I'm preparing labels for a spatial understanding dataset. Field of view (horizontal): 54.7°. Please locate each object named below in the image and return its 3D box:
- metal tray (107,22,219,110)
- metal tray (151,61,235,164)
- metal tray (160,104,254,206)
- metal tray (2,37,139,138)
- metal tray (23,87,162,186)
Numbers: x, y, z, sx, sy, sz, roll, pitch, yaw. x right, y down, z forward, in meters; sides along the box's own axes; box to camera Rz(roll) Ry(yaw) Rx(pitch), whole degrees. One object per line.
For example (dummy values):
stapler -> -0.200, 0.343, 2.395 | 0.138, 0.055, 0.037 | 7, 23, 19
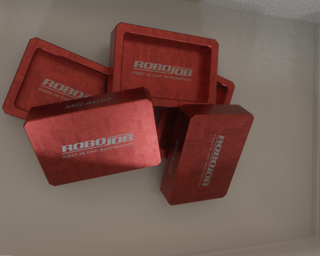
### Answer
metal tray -> 0.005, -0.069, 0.377 | 0.131, 0.030, 0.089 | 4, 89, -20
metal tray -> 0.041, -0.016, 0.422 | 0.091, 0.030, 0.129 | 21, 83, -19
metal tray -> 0.057, 0.034, 0.394 | 0.091, 0.030, 0.129 | -2, 119, -26
metal tray -> -0.102, -0.038, 0.367 | 0.131, 0.030, 0.090 | 21, 83, -19
metal tray -> -0.069, 0.011, 0.345 | 0.131, 0.030, 0.089 | -11, 124, -5
